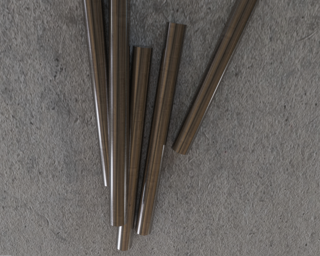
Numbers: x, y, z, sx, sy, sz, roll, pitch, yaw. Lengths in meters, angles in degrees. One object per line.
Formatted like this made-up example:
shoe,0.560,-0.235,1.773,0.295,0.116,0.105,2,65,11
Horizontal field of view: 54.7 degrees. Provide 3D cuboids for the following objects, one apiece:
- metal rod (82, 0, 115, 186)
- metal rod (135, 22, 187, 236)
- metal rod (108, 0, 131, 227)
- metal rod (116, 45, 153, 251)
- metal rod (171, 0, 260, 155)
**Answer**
metal rod,-0.074,-0.064,0.385,0.025,0.025,0.298,-2,110,0
metal rod,-0.003,0.015,0.415,0.025,0.025,0.298,8,110,-3
metal rod,-0.051,-0.016,0.386,0.025,0.025,0.298,2,105,-1
metal rod,-0.038,0.041,0.424,0.025,0.025,0.298,6,110,-3
metal rod,0.081,-0.100,0.373,0.025,0.025,0.298,20,109,-7
